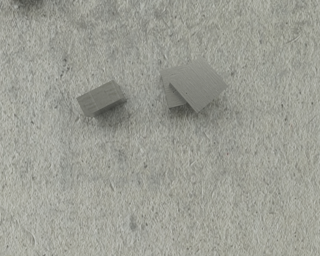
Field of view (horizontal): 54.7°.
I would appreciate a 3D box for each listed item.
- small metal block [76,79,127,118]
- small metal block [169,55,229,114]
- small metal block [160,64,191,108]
[{"bbox_3d":[-0.073,-0.036,0.397,0.050,0.050,0.025,-27,90,0],"label":"small metal block"},{"bbox_3d":[0.047,-0.053,0.385,0.050,0.025,0.050,-41,90,0],"label":"small metal block"},{"bbox_3d":[0.031,-0.056,0.410,0.050,0.025,0.050,-13,90,0],"label":"small metal block"}]
